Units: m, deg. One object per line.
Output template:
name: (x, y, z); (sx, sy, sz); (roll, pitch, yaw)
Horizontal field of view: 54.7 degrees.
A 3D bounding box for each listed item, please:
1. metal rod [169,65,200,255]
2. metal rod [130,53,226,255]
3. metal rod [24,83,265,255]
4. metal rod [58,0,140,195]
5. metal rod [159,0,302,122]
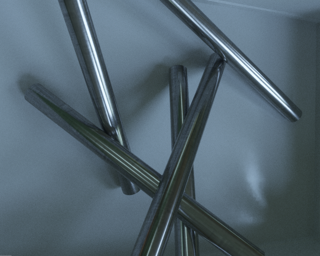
metal rod: (0.027, 0.056, 0.355); (0.025, 0.025, 0.299); (9, 62, -20)
metal rod: (0.035, 0.005, 0.344); (0.025, 0.025, 0.301); (39, 47, -16)
metal rod: (-0.027, 0.044, 0.327); (0.300, 0.025, 0.025); (35, 77, 12)
metal rod: (-0.066, -0.049, 0.327); (0.025, 0.025, 0.298); (-24, 121, -18)
metal rod: (0.102, -0.096, 0.422); (0.301, 0.025, 0.025); (35, 79, -26)
